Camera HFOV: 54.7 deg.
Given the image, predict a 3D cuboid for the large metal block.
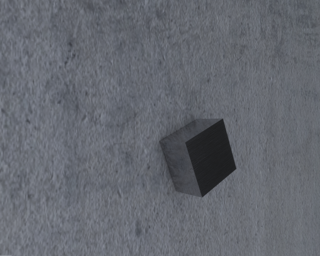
[{"bbox_3d":[0.055,0.039,0.437,0.081,0.050,0.080,-29,109,-36],"label":"large metal block"}]
